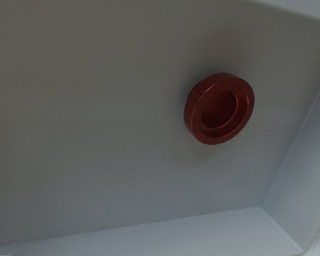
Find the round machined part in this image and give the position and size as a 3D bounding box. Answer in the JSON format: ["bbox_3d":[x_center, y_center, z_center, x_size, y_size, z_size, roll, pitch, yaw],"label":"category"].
[{"bbox_3d":[0.075,-0.029,0.420,0.099,0.042,0.097,-14,124,-21],"label":"round machined part"}]
